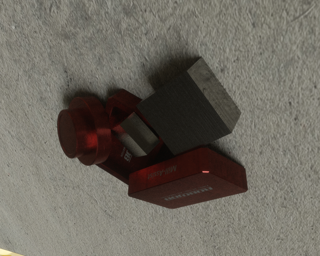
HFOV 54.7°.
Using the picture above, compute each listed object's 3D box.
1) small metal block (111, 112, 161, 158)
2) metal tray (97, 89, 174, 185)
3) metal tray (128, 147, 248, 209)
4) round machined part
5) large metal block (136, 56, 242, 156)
[{"bbox_3d":[-0.034,0.010,0.403,0.050,0.025,0.050,48,157,-9],"label":"small metal block"},{"bbox_3d":[-0.041,0.021,0.439,0.090,0.030,0.129,30,128,8],"label":"metal tray"},{"bbox_3d":[0.033,0.070,0.401,0.130,0.030,0.090,-25,141,37],"label":"metal tray"},{"bbox_3d":[-0.111,0.006,0.432,0.098,0.042,0.097,17,112,49],"label":"round machined part"},{"bbox_3d":[0.034,-0.022,0.361,0.080,0.050,0.080,-30,102,38],"label":"large metal block"}]
